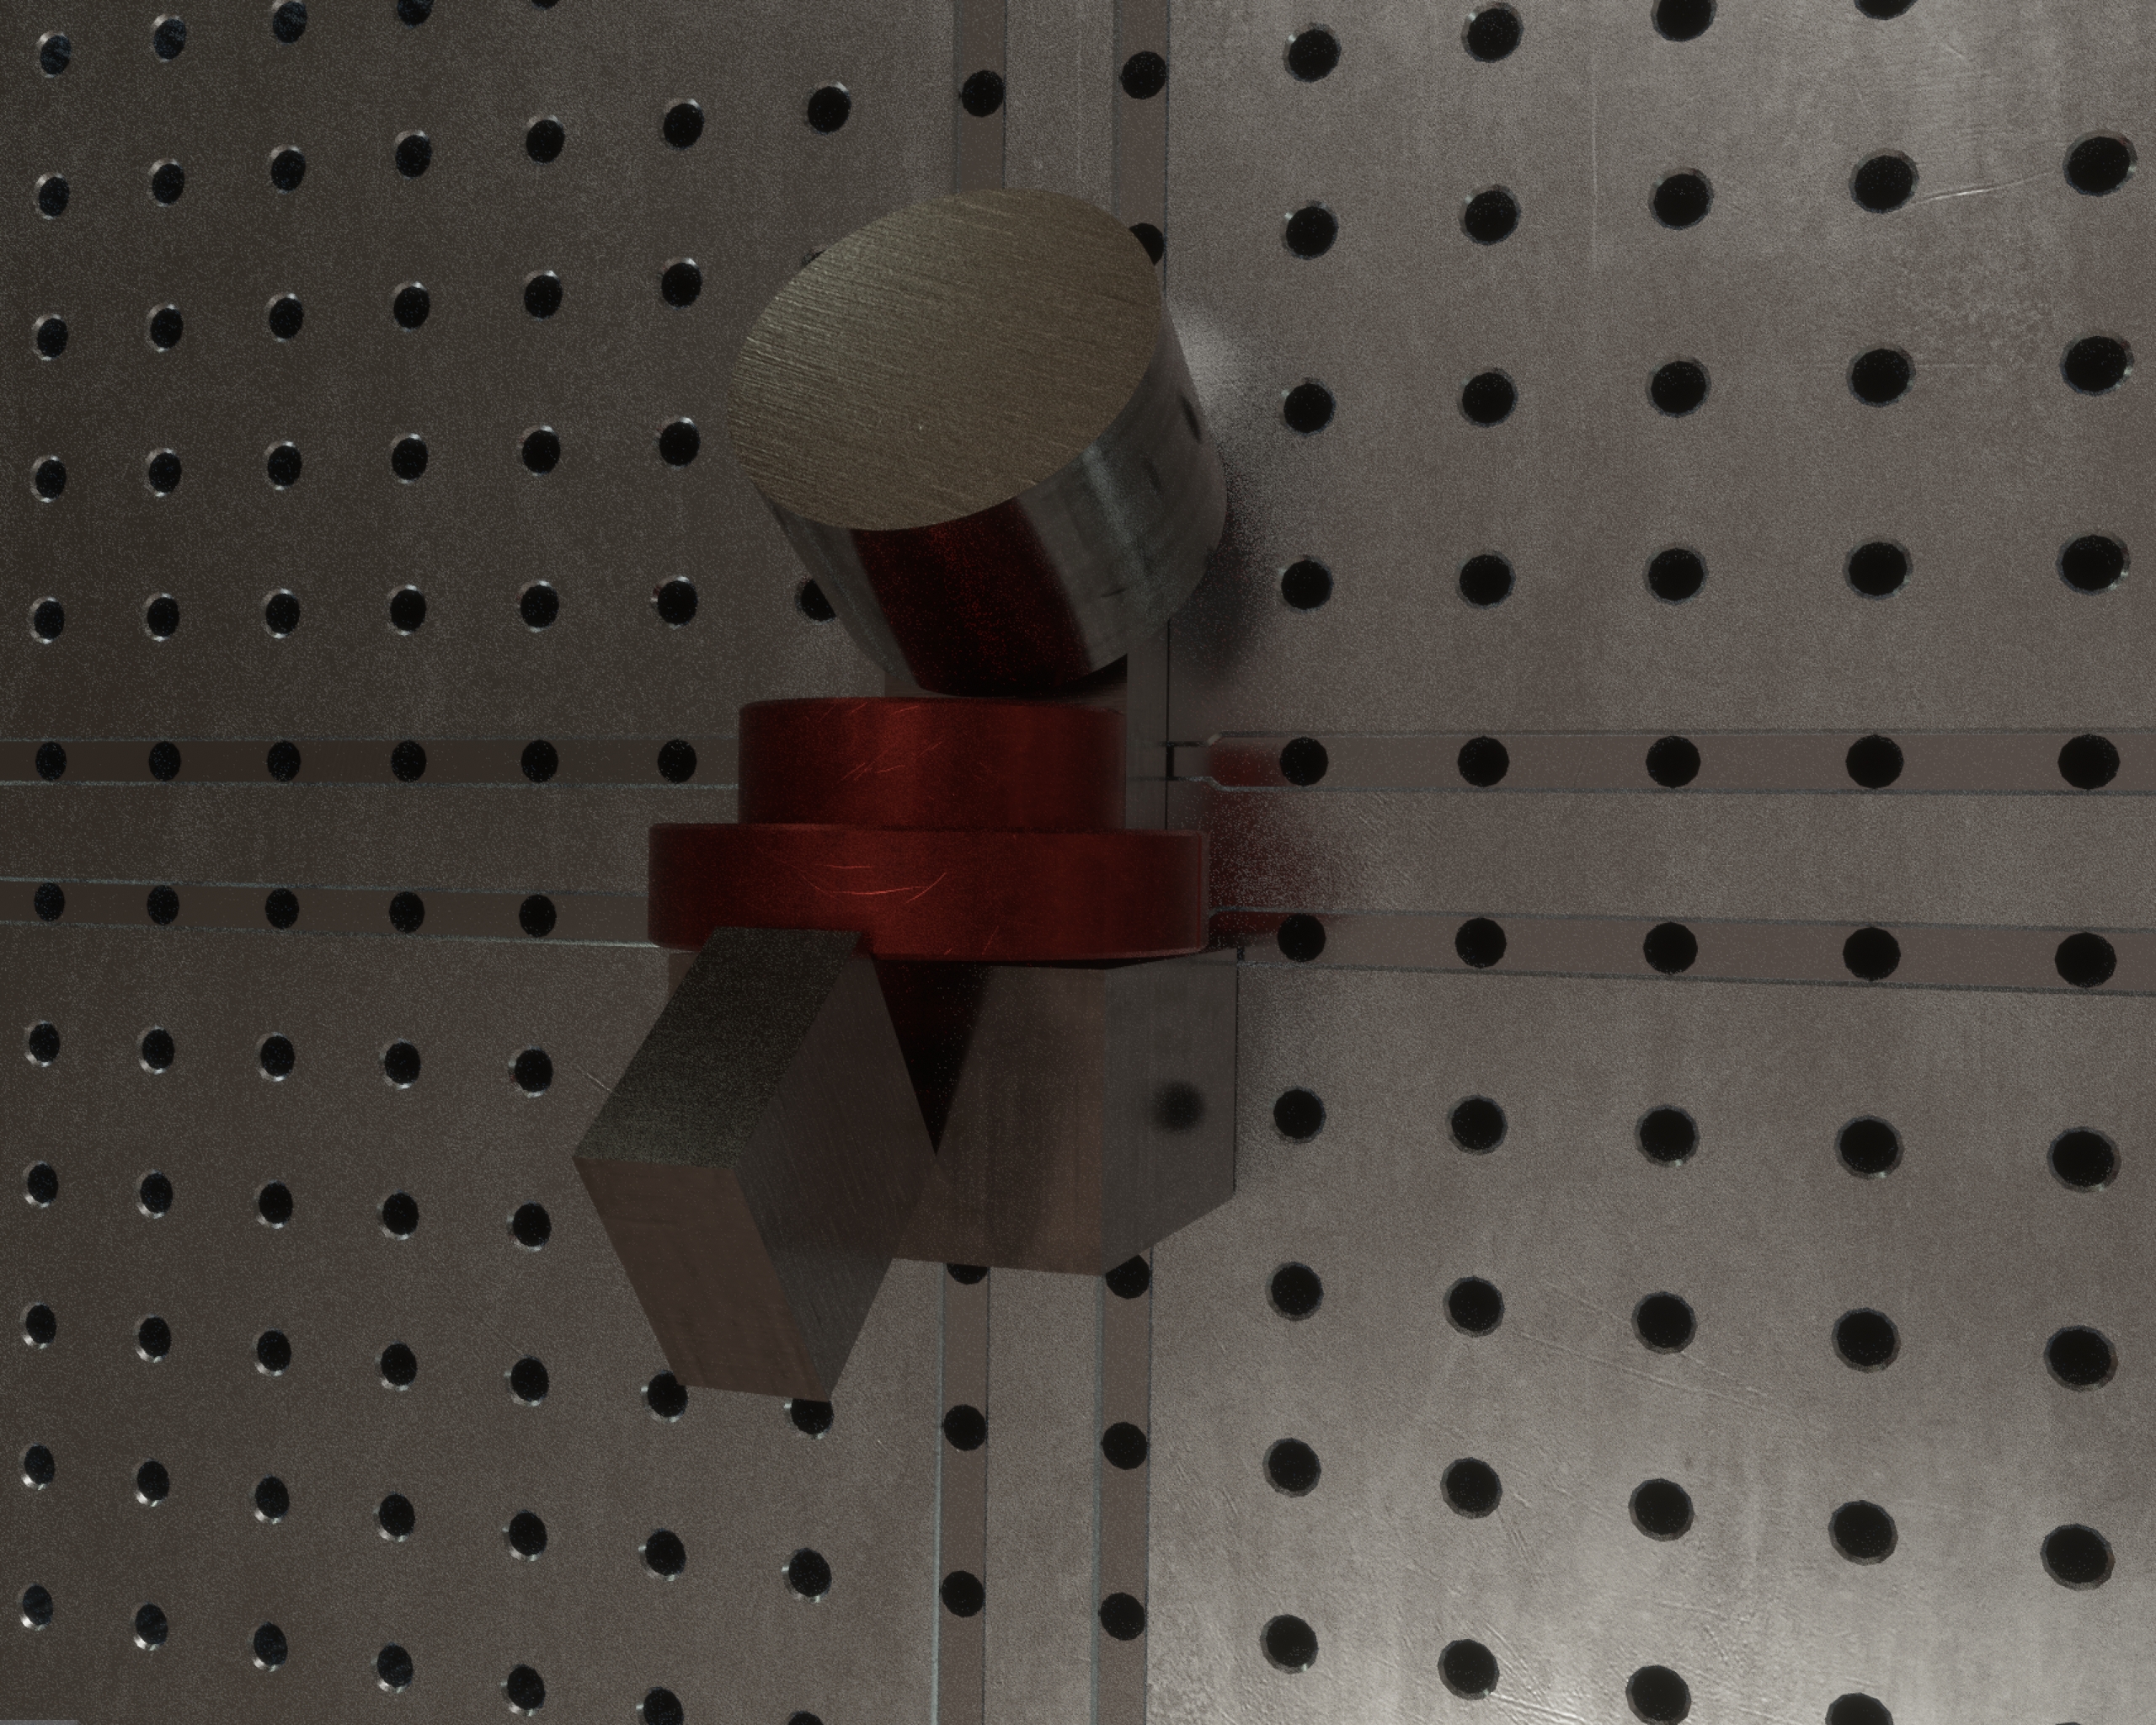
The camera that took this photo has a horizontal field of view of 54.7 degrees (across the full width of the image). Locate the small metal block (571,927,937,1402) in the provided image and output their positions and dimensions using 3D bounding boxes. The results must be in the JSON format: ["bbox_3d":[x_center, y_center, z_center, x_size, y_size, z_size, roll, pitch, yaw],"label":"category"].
[{"bbox_3d":[-0.047,0.045,0.318,0.025,0.050,0.050,1,129,19],"label":"small metal block"}]

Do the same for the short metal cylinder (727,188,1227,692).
[{"bbox_3d":[-0.017,-0.078,0.387,0.080,0.050,0.080,-8,58,14],"label":"short metal cylinder"}]

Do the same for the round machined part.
[{"bbox_3d":[-0.026,-0.007,0.371,0.098,0.098,0.042,1,91,19],"label":"round machined part"}]

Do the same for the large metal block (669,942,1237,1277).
[{"bbox_3d":[-0.020,0.041,0.389,0.080,0.080,0.050,1,91,19],"label":"large metal block"}]

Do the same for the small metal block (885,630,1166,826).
[{"bbox_3d":[-0.010,-0.031,0.414,0.050,0.025,0.050,1,90,19],"label":"small metal block"}]
